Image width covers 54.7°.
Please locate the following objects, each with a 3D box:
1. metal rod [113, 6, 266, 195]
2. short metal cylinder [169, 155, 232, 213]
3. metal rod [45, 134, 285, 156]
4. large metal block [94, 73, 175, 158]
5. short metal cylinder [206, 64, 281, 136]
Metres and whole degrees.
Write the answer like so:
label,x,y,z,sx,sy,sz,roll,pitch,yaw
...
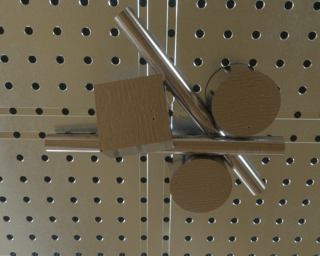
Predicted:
label,x,y,z,sx,sy,sz,roll,pitch,yaw
metal rod,0.047,-0.023,0.402,0.025,0.025,0.300,-36,107,12
short metal cylinder,0.053,0.067,0.421,0.081,0.050,0.079,0,110,0
metal rod,0.002,0.021,0.399,0.302,0.025,0.025,0,110,6
large metal block,-0.030,-0.012,0.372,0.080,0.050,0.080,-9,75,3
short metal cylinder,0.100,-0.036,0.384,0.081,0.050,0.079,0,110,0
